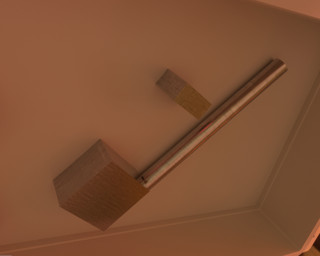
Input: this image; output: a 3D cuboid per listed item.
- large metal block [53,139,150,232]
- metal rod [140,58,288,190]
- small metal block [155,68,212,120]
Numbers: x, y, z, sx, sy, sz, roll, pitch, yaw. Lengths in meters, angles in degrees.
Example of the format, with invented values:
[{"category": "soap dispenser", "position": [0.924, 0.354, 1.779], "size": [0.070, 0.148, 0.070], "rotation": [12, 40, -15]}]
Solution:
[{"category": "large metal block", "position": [-0.075, 0.075, 0.399], "size": [0.080, 0.050, 0.080], "rotation": [-42, 130, 0]}, {"category": "metal rod", "position": [0.062, 0.007, 0.448], "size": [0.300, 0.025, 0.025], "rotation": [-41, 130, -1]}, {"category": "small metal block", "position": [0.029, -0.042, 0.384], "size": [0.050, 0.050, 0.025], "rotation": [34, 99, -39]}]
